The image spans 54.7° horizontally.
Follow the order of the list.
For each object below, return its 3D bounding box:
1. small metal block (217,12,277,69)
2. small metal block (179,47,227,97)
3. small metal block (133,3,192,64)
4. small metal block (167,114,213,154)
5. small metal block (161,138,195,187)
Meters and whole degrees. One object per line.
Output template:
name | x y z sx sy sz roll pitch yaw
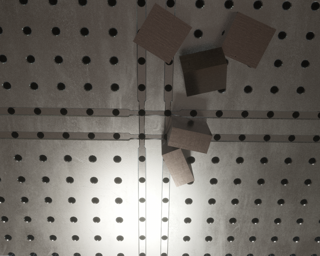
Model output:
small metal block | 0.103 -0.106 0.376 0.050 0.025 0.050 21 108 -8
small metal block | 0.053 -0.067 0.375 0.050 0.025 0.050 -12 152 4
small metal block | 0.003 -0.113 0.372 0.050 0.025 0.050 30 107 -11
small metal block | 0.037 0.007 0.403 0.050 0.050 0.025 12 110 -5
small metal block | 0.023 0.042 0.416 0.025 0.050 0.050 -22 109 7
